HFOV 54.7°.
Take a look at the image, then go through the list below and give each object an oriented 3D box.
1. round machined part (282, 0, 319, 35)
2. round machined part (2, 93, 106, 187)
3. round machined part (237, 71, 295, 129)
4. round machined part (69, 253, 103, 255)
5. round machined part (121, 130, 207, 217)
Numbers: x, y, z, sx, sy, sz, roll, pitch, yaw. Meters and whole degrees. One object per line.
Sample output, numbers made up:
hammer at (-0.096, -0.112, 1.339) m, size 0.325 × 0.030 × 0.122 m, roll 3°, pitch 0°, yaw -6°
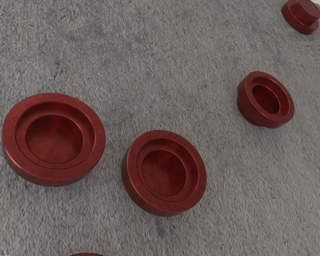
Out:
round machined part at (0.347, -0.277, 0.748) m, size 0.099 × 0.042 × 0.098 m, roll 14°, pitch 56°, yaw -21°
round machined part at (-0.110, 0.015, 0.324) m, size 0.099 × 0.042 × 0.098 m, roll 14°, pitch 56°, yaw -21°
round machined part at (0.167, -0.041, 0.508) m, size 0.099 × 0.042 × 0.098 m, roll 14°, pitch 56°, yaw -21°
round machined part at (-0.069, 0.159, 0.258) m, size 0.099 × 0.042 × 0.098 m, roll 14°, pitch 56°, yaw -21°
round machined part at (0.001, 0.055, 0.360) m, size 0.099 × 0.042 × 0.098 m, roll 14°, pitch 56°, yaw -21°
